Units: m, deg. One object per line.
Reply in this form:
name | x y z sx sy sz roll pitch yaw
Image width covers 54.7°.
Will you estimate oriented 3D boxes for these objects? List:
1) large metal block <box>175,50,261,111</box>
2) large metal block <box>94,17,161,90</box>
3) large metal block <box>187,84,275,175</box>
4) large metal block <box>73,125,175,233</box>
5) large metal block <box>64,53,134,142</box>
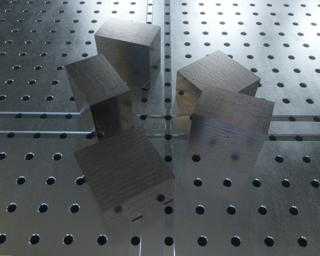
large metal block | 0.080 -0.057 0.440 0.081 0.050 0.080 -30 57 -23
large metal block | -0.045 -0.112 0.465 0.080 0.080 0.050 14 52 11
large metal block | 0.082 0.003 0.371 0.080 0.080 0.050 17 52 13
large metal block | -0.039 0.054 0.346 0.081 0.050 0.080 -24 54 -19
large metal block | -0.076 -0.035 0.401 0.050 0.080 0.080 -25 55 -19
